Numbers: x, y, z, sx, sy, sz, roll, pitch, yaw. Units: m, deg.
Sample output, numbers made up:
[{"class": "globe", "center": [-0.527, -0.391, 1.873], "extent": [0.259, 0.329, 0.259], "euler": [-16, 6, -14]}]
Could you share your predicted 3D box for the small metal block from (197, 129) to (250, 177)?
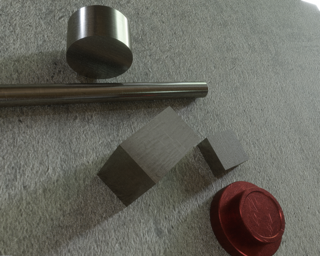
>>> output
[{"class": "small metal block", "center": [0.088, 0.034, 0.433], "extent": [0.050, 0.025, 0.050], "euler": [-16, 71, -35]}]

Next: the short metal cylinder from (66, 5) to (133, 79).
[{"class": "short metal cylinder", "center": [-0.076, -0.106, 0.393], "extent": [0.081, 0.080, 0.050], "euler": [7, 59, -25]}]

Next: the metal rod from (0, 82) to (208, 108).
[{"class": "metal rod", "center": [-0.062, -0.046, 0.399], "extent": [0.303, 0.025, 0.025], "euler": [-6, 65, -31]}]

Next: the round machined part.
[{"class": "round machined part", "center": [0.116, 0.113, 0.389], "extent": [0.099, 0.042, 0.098], "euler": [14, 56, -21]}]

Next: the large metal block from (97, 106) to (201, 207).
[{"class": "large metal block", "center": [-0.013, 0.032, 0.343], "extent": [0.050, 0.080, 0.080], "euler": [47, 51, 4]}]
